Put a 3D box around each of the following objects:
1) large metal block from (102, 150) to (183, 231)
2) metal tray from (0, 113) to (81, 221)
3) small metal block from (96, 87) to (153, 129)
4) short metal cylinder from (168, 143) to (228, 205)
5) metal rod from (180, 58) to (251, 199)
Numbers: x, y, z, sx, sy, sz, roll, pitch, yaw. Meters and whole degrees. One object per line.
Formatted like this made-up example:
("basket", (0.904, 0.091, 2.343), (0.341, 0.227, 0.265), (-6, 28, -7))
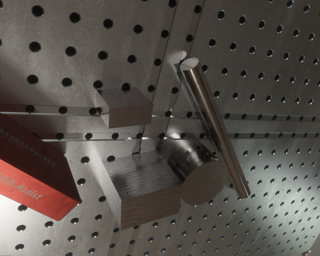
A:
("large metal block", (-0.027, 0.078, 0.411), (0.081, 0.080, 0.050), (-10, 123, -24))
("metal tray", (-0.144, 0.031, 0.309), (0.030, 0.090, 0.130), (-44, 130, 2))
("small metal block", (-0.042, -0.025, 0.358), (0.050, 0.050, 0.025), (-7, 122, -25))
("short metal cylinder", (0.055, 0.070, 0.471), (0.081, 0.050, 0.079), (-14, 125, -21))
("metal rod", (0.096, 0.020, 0.478), (0.025, 0.025, 0.299), (-35, 129, -5))
